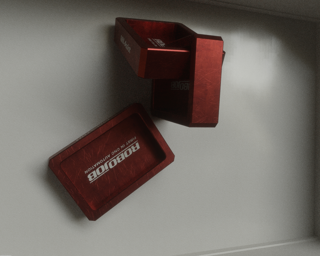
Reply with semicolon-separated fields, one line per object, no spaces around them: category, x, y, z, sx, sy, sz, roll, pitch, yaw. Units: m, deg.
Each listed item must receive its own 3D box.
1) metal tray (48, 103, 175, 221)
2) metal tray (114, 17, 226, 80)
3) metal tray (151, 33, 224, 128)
metal tray;-0.058;0.039;0.386;0.131;0.030;0.090;-36;102;-17
metal tray;0.004;-0.095;0.357;0.091;0.130;0.030;-2;122;-20
metal tray;0.024;-0.052;0.358;0.030;0.130;0.089;0;97;-19
